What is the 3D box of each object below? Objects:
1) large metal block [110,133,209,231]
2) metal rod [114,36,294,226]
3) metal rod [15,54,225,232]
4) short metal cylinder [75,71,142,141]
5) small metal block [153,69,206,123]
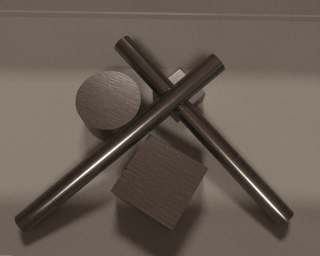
[{"bbox_3d":[0.000,0.066,0.372,0.080,0.050,0.080,30,73,10],"label":"large metal block"},{"bbox_3d":[0.050,-0.001,0.389,0.025,0.025,0.300,-41,83,-14],"label":"metal rod"},{"bbox_3d":[-0.047,0.017,0.367,0.300,0.025,0.025,-40,75,0],"label":"metal rod"},{"bbox_3d":[-0.064,-0.027,0.405,0.081,0.050,0.080,0,70,0],"label":"short metal cylinder"},{"bbox_3d":[0.026,-0.044,0.426,0.050,0.025,0.050,-41,76,-14],"label":"small metal block"}]
